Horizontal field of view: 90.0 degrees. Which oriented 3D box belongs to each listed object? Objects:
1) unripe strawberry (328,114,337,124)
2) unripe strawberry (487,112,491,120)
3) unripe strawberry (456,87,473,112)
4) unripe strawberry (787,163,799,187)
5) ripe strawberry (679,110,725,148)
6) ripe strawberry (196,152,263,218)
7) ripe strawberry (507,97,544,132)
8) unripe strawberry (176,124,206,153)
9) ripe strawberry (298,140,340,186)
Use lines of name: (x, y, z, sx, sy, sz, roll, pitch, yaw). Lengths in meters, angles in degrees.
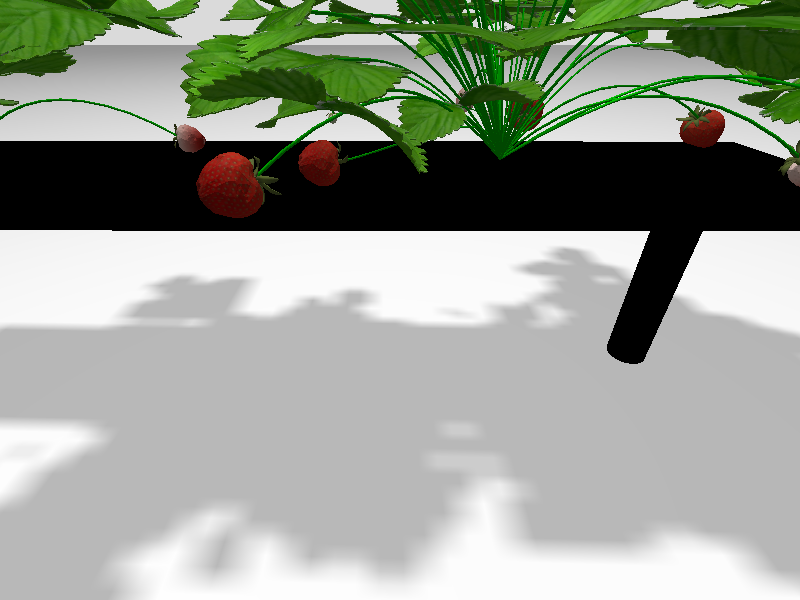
unripe strawberry: (-0.071, -0.192, 0.423, 0.010, 0.010, 0.011, 21, 39, 28)
unripe strawberry: (0.105, -0.216, 0.470, 0.009, 0.010, 0.010, 4, 34, 6)
unripe strawberry: (0.087, -0.264, 0.528, 0.026, 0.030, 0.028, 0, 22, 0)
unripe strawberry: (0.288, -0.091, 0.273, 0.032, 0.031, 0.030, 22, 38, 8)
ripe strawberry: (0.277, -0.155, 0.365, 0.035, 0.030, 0.035, 31, 22, -29)
ripe strawberry: (-0.096, -0.063, 0.225, 0.034, 0.035, 0.031, -30, 43, -22)
ripe strawberry: (0.137, -0.206, 0.437, 0.038, 0.040, 0.041, 13, 35, 18)
unripe strawberry: (-0.183, -0.141, 0.351, 0.022, 0.023, 0.020, 6, 33, -11)
ripe strawberry: (-0.056, -0.093, 0.275, 0.028, 0.030, 0.026, -16, 37, -21)
